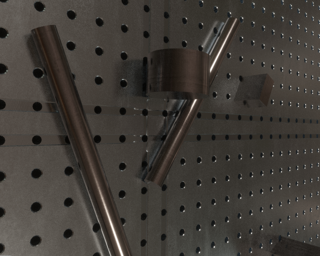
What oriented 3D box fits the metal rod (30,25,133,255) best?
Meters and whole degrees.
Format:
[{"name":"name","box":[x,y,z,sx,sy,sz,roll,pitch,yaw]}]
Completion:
[{"name":"metal rod","box":[-0.078,0.040,0.345,0.025,0.025,0.298,-26,106,-37]}]

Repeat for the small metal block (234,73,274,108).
[{"name":"small metal block","box":[0.161,-0.063,0.531,0.025,0.050,0.050,35,68,-35]}]

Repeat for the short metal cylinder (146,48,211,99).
[{"name":"short metal cylinder","box":[0.023,-0.066,0.395,0.081,0.080,0.050,3,88,-40]}]

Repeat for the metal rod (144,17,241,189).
[{"name":"metal rod","box":[0.056,-0.050,0.458,0.025,0.025,0.300,42,64,-32]}]

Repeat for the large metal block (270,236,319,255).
[{"name":"large metal block","box":[0.275,0.272,0.609,0.050,0.080,0.080,-32,110,-36]}]
